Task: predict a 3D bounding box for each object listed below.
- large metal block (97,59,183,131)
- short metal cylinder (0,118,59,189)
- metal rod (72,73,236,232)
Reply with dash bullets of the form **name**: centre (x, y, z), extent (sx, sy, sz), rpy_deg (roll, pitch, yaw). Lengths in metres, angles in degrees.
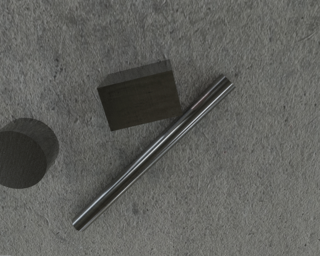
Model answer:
- **large metal block**: centre (-0.021, -0.042, 0.365), extent (0.080, 0.080, 0.050), rpy_deg (-13, 110, 4)
- **short metal cylinder**: centre (-0.181, 0.032, 0.407), extent (0.081, 0.050, 0.079), rpy_deg (0, 110, 0)
- **metal rod**: centre (-0.017, 0.042, 0.425), extent (0.025, 0.025, 0.299), rpy_deg (42, 105, -14)
